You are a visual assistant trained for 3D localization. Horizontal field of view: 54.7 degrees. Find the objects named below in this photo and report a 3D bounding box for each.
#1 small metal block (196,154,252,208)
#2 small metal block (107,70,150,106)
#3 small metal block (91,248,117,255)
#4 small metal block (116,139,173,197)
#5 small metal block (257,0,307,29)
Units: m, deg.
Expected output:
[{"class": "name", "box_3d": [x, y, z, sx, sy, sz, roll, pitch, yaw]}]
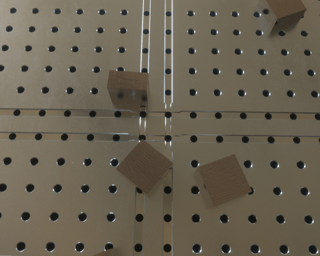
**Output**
[{"class": "small metal block", "box_3d": [0.079, 0.067, 0.388, 0.050, 0.025, 0.050, -19, 71, -7]}, {"class": "small metal block", "box_3d": [-0.041, -0.053, 0.417, 0.050, 0.050, 0.025, 4, 70, 1]}, {"class": "small metal block", "box_3d": [-0.073, 0.155, 0.341, 0.050, 0.050, 0.025, -19, 72, -7]}, {"class": "small metal block", "box_3d": [-0.019, 0.051, 0.393, 0.050, 0.025, 0.050, 37, 74, 12]}, {"class": "small metal block", "box_3d": [0.189, -0.189, 0.483, 0.050, 0.025, 0.050, -20, 72, -8]}]
